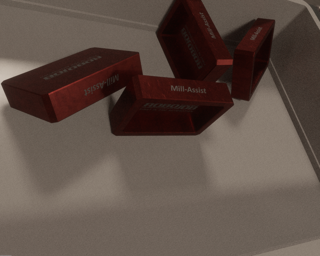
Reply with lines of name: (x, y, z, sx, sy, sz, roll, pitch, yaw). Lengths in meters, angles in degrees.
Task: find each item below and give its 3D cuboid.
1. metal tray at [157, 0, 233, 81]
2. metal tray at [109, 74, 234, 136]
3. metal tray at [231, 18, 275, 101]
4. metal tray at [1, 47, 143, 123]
metal tray: (0.047, -0.122, 0.465, 0.030, 0.090, 0.130, -8, 66, -32)
metal tray: (0.014, -0.023, 0.386, 0.131, 0.090, 0.030, 1, 62, -28)
metal tray: (0.158, -0.117, 0.522, 0.030, 0.089, 0.131, 16, 46, 25)
metal tray: (-0.095, -0.056, 0.351, 0.090, 0.030, 0.131, 17, 38, 37)
